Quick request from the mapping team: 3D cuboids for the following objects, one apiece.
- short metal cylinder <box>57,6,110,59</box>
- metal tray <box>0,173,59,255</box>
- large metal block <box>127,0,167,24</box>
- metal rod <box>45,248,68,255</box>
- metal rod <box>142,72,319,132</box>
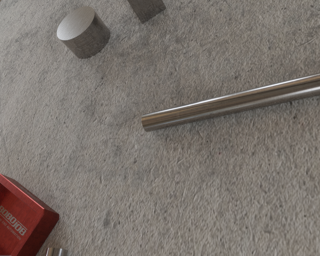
[{"bbox_3d":[-0.139,-0.174,0.565,0.080,0.050,0.080,-13,56,20],"label":"short metal cylinder"},{"bbox_3d":[-0.210,0.129,0.428,0.130,0.030,0.090,21,72,35],"label":"metal tray"},{"bbox_3d":[-0.040,-0.243,0.537,0.050,0.080,0.080,-31,52,8],"label":"large metal block"},{"bbox_3d":[-0.136,0.277,0.303,0.025,0.025,0.299,-9,58,23],"label":"metal rod"},{"bbox_3d":[0.118,-0.036,0.363,0.301,0.025,0.025,-12,57,21],"label":"metal rod"}]
